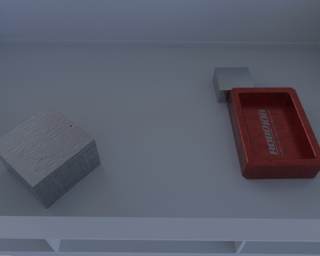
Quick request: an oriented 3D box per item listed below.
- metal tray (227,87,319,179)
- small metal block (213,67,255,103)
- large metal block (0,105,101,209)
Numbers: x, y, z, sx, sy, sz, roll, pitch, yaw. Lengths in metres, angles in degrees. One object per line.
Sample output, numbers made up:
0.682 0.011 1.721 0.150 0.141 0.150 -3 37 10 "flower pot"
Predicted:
0.144 0.002 0.401 0.091 0.030 0.130 0 50 -1 "metal tray"
0.109 -0.065 0.461 0.050 0.025 0.050 -1 50 -1 "small metal block"
-0.130 0.031 0.361 0.080 0.050 0.080 34 57 25 "large metal block"
